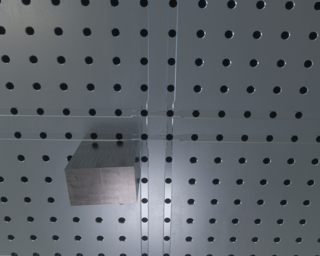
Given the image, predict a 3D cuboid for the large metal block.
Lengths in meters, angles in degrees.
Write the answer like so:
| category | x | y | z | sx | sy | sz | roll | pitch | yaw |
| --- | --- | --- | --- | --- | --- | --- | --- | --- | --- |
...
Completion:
| category | x | y | z | sx | sy | sz | roll | pitch | yaw |
| --- | --- | --- | --- | --- | --- | --- | --- | --- | --- |
| large metal block | -0.069 | 0.055 | 0.404 | 0.080 | 0.080 | 0.050 | -2 | 110 | 1 |
